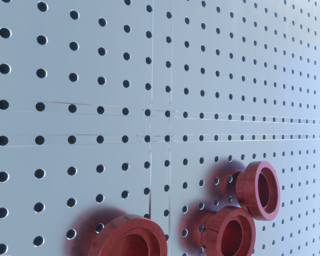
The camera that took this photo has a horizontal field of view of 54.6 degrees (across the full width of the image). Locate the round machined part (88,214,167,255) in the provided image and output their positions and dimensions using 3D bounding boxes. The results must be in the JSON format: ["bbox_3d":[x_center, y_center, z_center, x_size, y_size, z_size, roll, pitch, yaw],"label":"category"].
[{"bbox_3d":[-0.042,0.150,0.363,0.099,0.042,0.097,0,90,-40],"label":"round machined part"}]

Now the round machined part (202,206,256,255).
[{"bbox_3d":[0.103,0.170,0.484,0.099,0.042,0.097,0,90,-40],"label":"round machined part"}]

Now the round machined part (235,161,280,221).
[{"bbox_3d":[0.163,0.106,0.525,0.099,0.042,0.098,14,70,-46],"label":"round machined part"}]
